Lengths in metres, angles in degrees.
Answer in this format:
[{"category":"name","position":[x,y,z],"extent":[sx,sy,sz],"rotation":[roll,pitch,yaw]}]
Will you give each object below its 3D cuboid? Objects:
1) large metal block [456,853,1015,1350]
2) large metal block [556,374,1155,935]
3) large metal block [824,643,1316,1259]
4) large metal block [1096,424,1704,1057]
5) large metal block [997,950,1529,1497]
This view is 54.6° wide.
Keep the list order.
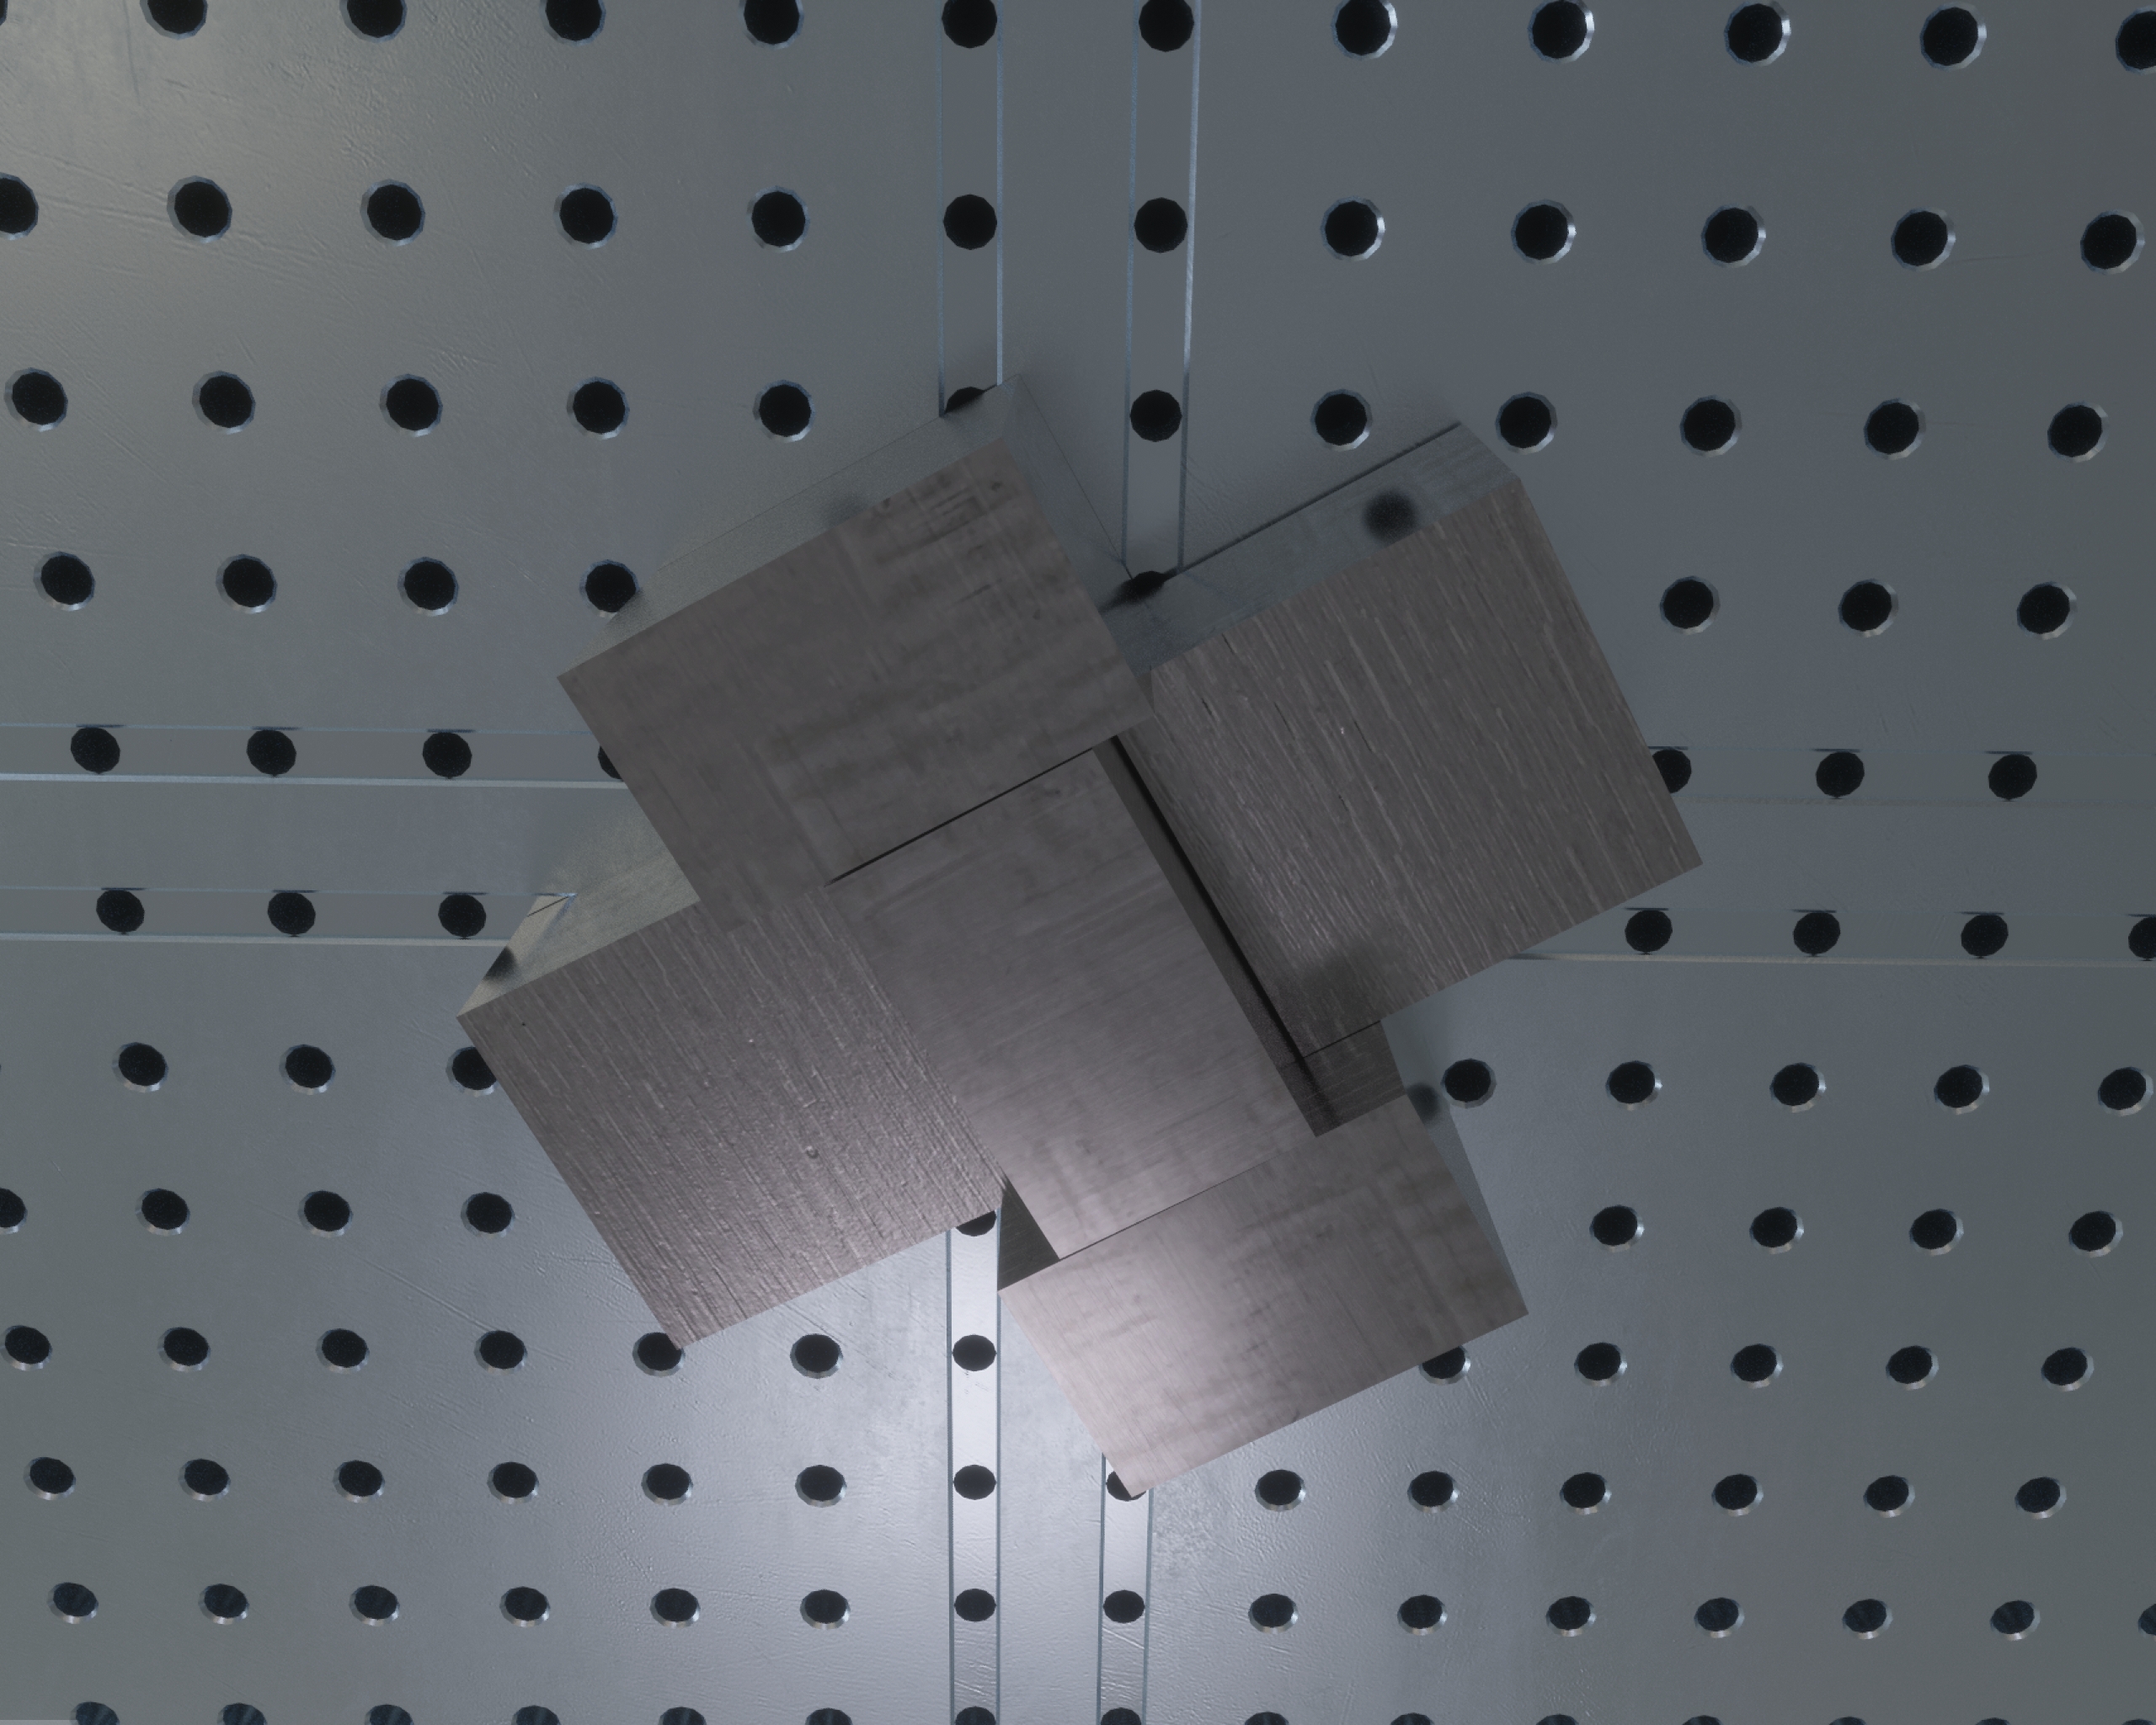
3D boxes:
[{"category":"large metal block","position":[-0.060,0.037,0.414],"extent":[0.080,0.050,0.080],"rotation":[-25,108,9]},{"category":"large metal block","position":[-0.035,-0.040,0.368],"extent":[0.080,0.080,0.050],"rotation":[-27,108,9]},{"category":"large metal block","position":[0.000,0.012,0.388],"extent":[0.050,0.080,0.080],"rotation":[-27,108,10]},{"category":"large metal block","position":[0.057,-0.023,0.391],"extent":[0.080,0.050,0.080],"rotation":[-27,110,9]},{"category":"large metal block","position":[0.033,0.065,0.408],"extent":[0.080,0.080,0.050],"rotation":[-27,108,9]}]
